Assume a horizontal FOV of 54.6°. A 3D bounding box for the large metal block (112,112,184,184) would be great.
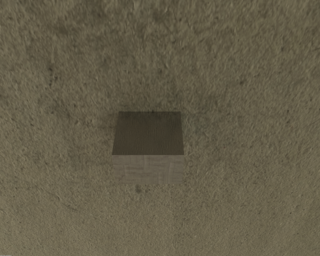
[{"bbox_3d":[-0.013,0.023,0.390,0.080,0.080,0.050,0,130,0],"label":"large metal block"}]
